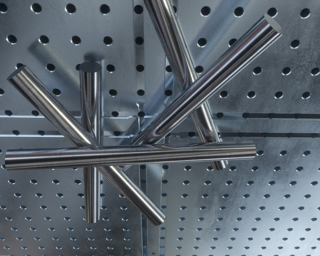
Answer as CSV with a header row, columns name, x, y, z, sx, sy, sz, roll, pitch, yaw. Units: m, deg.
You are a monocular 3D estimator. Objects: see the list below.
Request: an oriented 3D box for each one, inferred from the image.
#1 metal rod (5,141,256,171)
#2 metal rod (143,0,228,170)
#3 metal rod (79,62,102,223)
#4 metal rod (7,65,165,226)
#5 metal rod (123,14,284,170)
name,x,y,z,sx,sy,sz,roll,pitch,yaw
metal rod,-0.026,0.033,0.384,0.302,0.025,0.025,-2,131,-11
metal rod,0.034,-0.053,0.366,0.025,0.025,0.299,-17,129,13
metal rod,-0.098,0.043,0.447,0.025,0.025,0.298,5,130,-5
metal rod,-0.078,0.042,0.410,0.025,0.025,0.300,-24,124,19
metal rod,0.016,-0.015,0.371,0.025,0.025,0.299,28,133,-22
